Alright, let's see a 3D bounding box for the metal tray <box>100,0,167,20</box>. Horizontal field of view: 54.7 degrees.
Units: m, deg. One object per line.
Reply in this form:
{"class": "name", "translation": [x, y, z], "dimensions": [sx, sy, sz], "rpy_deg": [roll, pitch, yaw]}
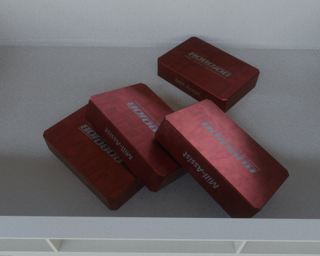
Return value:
{"class": "metal tray", "translation": [-0.050, -0.266, 0.587], "dimensions": [0.131, 0.089, 0.030], "rpy_deg": [-20, 53, -17]}

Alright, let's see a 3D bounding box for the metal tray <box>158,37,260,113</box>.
{"class": "metal tray", "translation": [0.071, -0.085, 0.474], "dimensions": [0.130, 0.030, 0.090], "rpy_deg": [36, 58, 26]}

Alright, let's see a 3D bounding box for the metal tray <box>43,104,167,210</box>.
{"class": "metal tray", "translation": [-0.067, 0.026, 0.379], "dimensions": [0.130, 0.030, 0.090], "rpy_deg": [37, 59, 26]}

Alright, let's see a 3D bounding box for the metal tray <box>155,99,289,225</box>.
{"class": "metal tray", "translation": [0.069, 0.029, 0.342], "dimensions": [0.130, 0.030, 0.091], "rpy_deg": [46, 41, 18]}

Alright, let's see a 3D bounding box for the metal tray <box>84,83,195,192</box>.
{"class": "metal tray", "translation": [-0.015, 0.004, 0.368], "dimensions": [0.091, 0.030, 0.130], "rpy_deg": [-23, 60, -43]}
